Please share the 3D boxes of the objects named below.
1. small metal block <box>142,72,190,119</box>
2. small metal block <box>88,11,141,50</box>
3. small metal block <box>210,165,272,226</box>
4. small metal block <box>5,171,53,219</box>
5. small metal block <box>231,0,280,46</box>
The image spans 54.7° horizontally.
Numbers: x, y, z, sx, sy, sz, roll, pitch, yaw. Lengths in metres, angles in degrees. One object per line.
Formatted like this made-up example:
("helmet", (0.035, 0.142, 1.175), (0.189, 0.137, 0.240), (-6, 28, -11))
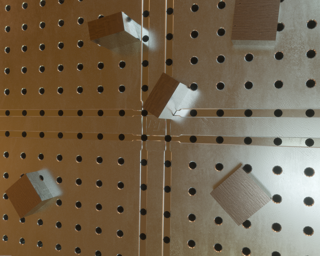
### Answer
("small metal block", (0.009, -0.040, 0.395), (0.025, 0.050, 0.050), (35, 101, 16))
("small metal block", (-0.061, -0.130, 0.420), (0.050, 0.050, 0.025), (-10, 87, 19))
("small metal block", (0.098, 0.081, 0.378), (0.050, 0.025, 0.050), (-45, 77, 14))
("small metal block", (-0.204, 0.104, 0.483), (0.050, 0.025, 0.050), (-39, 78, 15))
("small metal block", (0.115, -0.127, 0.372), (0.050, 0.025, 0.050), (7, 92, 19))
